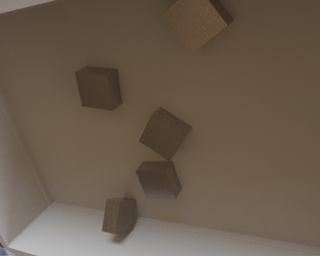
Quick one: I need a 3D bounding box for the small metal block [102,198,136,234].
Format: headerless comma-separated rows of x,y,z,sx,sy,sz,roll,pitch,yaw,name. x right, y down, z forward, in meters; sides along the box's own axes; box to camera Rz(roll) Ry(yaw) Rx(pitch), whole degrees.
-0.065,0.140,0.501,0.025,0.050,0.050,3,82,27,small metal block

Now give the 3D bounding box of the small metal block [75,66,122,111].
-0.082,-0.054,0.419,0.050,0.025,0.050,9,123,23,small metal block

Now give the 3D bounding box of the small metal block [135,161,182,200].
-0.001,0.077,0.457,0.050,0.025,0.050,-5,116,30,small metal block

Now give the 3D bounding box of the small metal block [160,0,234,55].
0.038,-0.113,0.319,0.050,0.025,0.050,-34,100,38,small metal block

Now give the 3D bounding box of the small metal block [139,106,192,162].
0.007,0.008,0.410,0.050,0.025,0.050,33,129,6,small metal block
